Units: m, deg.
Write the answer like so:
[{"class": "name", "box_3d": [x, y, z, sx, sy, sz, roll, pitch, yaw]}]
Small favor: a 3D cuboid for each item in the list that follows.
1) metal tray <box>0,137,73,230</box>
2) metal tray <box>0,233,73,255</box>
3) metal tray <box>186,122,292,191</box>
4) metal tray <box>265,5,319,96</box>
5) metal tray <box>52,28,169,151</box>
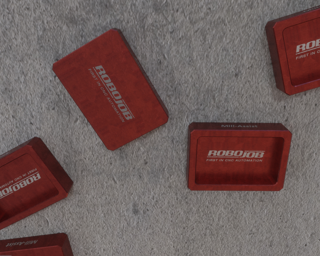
[{"class": "metal tray", "box_3d": [-0.202, 0.080, 0.434, 0.130, 0.030, 0.090, -27, 108, 9]}, {"class": "metal tray", "box_3d": [-0.204, 0.217, 0.485, 0.131, 0.030, 0.089, -8, 110, 2]}, {"class": "metal tray", "box_3d": [0.104, 0.039, 0.422, 0.131, 0.030, 0.089, 0, 110, -1]}, {"class": "metal tray", "box_3d": [0.202, -0.101, 0.371, 0.131, 0.030, 0.090, -17, 110, 6]}, {"class": "metal tray", "box_3d": [-0.058, -0.046, 0.389, 0.090, 0.030, 0.130, -28, 108, 9]}]
